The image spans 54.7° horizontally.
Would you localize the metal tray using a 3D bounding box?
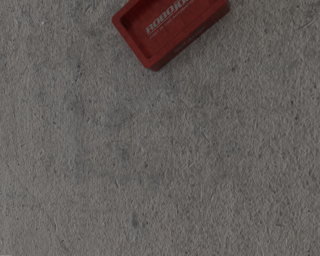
[{"bbox_3d":[0.012,-0.148,0.401,0.130,0.030,0.090,-38,78,16],"label":"metal tray"}]
